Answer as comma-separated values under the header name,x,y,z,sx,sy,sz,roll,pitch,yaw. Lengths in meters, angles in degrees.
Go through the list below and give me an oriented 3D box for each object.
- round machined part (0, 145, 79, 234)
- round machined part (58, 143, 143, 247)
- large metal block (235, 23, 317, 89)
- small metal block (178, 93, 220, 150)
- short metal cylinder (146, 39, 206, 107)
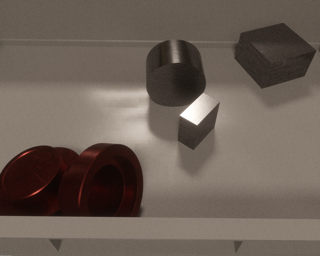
name,x,y,z,sx,sy,sz,roll,pitch,yaw
round machined part,-0.129,0.057,0.330,0.098,0.042,0.098,-9,44,10
round machined part,-0.061,0.064,0.309,0.042,0.098,0.098,2,47,30
large metal block,0.178,-0.115,0.488,0.081,0.050,0.080,-17,52,-14
small metal block,0.049,-0.008,0.396,0.025,0.050,0.050,32,57,23
short metal cylinder,0.021,-0.075,0.433,0.081,0.080,0.050,-1,50,-2
